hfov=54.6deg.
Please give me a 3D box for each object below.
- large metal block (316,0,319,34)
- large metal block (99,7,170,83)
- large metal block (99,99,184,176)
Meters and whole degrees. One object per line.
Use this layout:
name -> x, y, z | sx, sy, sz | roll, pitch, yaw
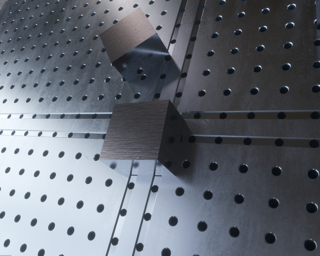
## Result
large metal block -> 0.216, -0.171, 0.364 | 0.050, 0.080, 0.080 | 5, 64, 30
large metal block -> -0.042, -0.134, 0.497 | 0.080, 0.050, 0.080 | -32, 52, 7
large metal block -> -0.021, 0.014, 0.396 | 0.080, 0.050, 0.080 | -3, 60, 27
